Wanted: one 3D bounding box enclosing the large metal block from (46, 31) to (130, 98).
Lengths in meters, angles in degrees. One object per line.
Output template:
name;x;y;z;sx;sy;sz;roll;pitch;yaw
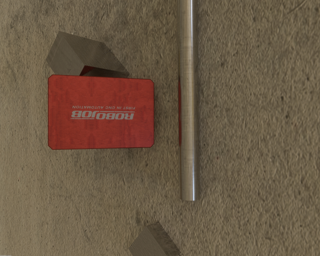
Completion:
large metal block;-0.106;-0.090;0.454;0.080;0.081;0.050;51;120;27

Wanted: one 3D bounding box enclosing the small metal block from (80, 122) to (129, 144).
small metal block;-0.079;0.007;0.452;0.050;0.050;0.025;-9;85;39

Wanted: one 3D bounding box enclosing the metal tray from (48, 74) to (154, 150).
metal tray;-0.074;-0.019;0.398;0.030;0.131;0.089;180;90;-72

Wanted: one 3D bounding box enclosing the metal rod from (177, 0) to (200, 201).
metal rod;0.034;-0.064;0.375;0.025;0.025;0.298;-1;89;39

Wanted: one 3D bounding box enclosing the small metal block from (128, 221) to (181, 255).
small metal block;-0.008;0.162;0.410;0.050;0.025;0.050;48;118;28
